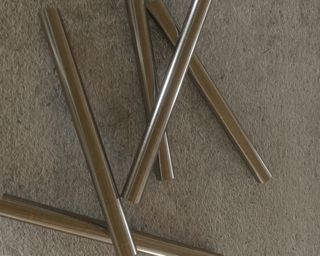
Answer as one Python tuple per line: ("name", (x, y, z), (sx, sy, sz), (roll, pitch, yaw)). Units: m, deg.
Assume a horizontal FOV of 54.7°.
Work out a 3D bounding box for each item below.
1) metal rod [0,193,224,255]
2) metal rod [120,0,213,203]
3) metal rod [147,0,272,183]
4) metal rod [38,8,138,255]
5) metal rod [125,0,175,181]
("metal rod", (-0.046, 0.139, 0.392), (0.302, 0.025, 0.025), (22, 83, -19))
("metal rod", (0.015, -0.054, 0.387), (0.025, 0.025, 0.299), (22, 82, -19))
("metal rod", (0.074, -0.044, 0.437), (0.025, 0.025, 0.299), (-39, 103, -16))
("metal rod", (-0.084, 0.008, 0.364), (0.025, 0.025, 0.298), (-18, 91, -19))
("metal rod", (-0.018, -0.080, 0.403), (0.025, 0.025, 0.298), (-11, 94, -20))
